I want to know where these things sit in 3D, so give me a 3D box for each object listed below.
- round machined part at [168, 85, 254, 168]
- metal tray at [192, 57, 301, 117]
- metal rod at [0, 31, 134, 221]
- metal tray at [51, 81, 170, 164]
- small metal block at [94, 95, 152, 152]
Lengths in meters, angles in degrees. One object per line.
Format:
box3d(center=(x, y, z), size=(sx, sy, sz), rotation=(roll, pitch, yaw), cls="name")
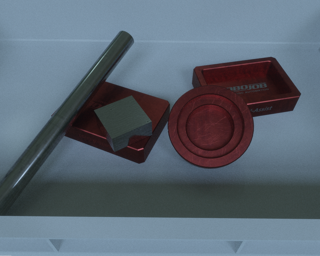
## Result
box3d(center=(0.060, 0.001, 0.377), size=(0.099, 0.042, 0.098), rotation=(-1, 79, 6), cls="round machined part")
box3d(center=(0.122, -0.058, 0.451), size=(0.131, 0.030, 0.090), rotation=(-9, 51, -8), cls="metal tray")
box3d(center=(-0.118, -0.008, 0.371), size=(0.025, 0.025, 0.300), rotation=(23, 65, 18), cls="metal rod")
box3d(center=(-0.063, -0.015, 0.413), size=(0.130, 0.030, 0.090), rotation=(19, 52, 14), cls="metal tray")
box3d(center=(-0.044, -0.006, 0.370), size=(0.050, 0.025, 0.050), rotation=(-24, 55, -19), cls="small metal block")
